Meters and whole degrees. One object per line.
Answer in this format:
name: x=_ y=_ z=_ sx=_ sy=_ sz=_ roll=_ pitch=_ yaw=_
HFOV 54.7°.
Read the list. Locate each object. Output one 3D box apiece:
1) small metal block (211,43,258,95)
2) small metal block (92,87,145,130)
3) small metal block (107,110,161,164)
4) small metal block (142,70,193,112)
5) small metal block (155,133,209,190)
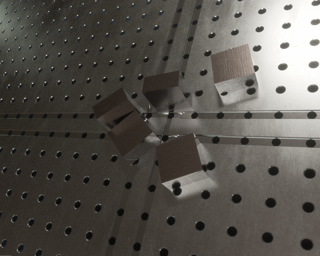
small metal block: x=0.096 y=-0.076 z=0.404 sx=0.050 sy=0.025 sz=0.050 roll=-14 pitch=56 yaw=20
small metal block: x=-0.057 y=-0.022 z=0.434 sx=0.050 sy=0.050 sz=0.025 roll=-33 pitch=52 yaw=7
small metal block: x=-0.035 y=0.012 z=0.418 sx=0.050 sy=0.025 sz=0.050 roll=-40 pitch=51 yaw=1
small metal block: x=0.011 y=-0.047 z=0.414 sx=0.050 sy=0.050 sz=0.025 roll=-7 pitch=59 yaw=24
small metal block: x=0.026 y=0.040 z=0.369 sx=0.050 sy=0.025 sz=0.050 roll=-21 pitch=54 yaw=15
